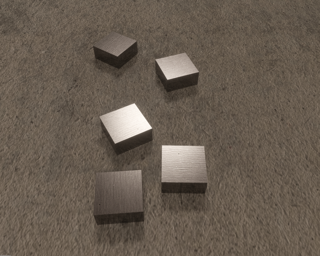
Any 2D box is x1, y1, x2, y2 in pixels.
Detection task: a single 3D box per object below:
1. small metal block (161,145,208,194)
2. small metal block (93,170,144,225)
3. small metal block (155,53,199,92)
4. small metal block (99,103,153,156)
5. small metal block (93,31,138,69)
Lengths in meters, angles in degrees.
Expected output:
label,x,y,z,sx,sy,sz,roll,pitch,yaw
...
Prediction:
label,x,y,z,sx,sy,sz,roll,pitch,yaw
small metal block,0.027,0.048,0.363,0.050,0.025,0.050,1,50,0
small metal block,-0.044,0.075,0.339,0.050,0.025,0.050,-3,50,-3
small metal block,0.025,-0.086,0.476,0.050,0.025,0.050,-16,52,-14
small metal block,-0.044,0.001,0.402,0.050,0.025,0.050,-23,54,-19
small metal block,-0.073,-0.129,0.511,0.050,0.025,0.050,27,55,20
